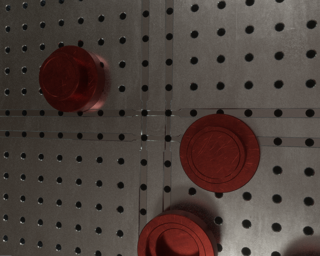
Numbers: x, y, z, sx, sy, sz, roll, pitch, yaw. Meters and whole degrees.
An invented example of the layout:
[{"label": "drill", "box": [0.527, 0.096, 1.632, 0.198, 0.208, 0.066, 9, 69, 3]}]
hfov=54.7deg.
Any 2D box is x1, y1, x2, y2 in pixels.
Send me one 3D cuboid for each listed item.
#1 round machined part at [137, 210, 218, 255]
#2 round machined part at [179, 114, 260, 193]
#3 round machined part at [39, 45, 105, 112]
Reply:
[{"label": "round machined part", "box": [0.025, 0.153, 0.394, 0.098, 0.042, 0.097, 0, 90, 19]}, {"label": "round machined part", "box": [0.071, 0.031, 0.378, 0.098, 0.042, 0.097, 0, 90, 19]}, {"label": "round machined part", "box": [-0.134, -0.071, 0.449, 0.098, 0.042, 0.097, 0, 90, 19]}]
